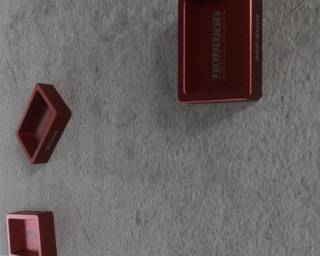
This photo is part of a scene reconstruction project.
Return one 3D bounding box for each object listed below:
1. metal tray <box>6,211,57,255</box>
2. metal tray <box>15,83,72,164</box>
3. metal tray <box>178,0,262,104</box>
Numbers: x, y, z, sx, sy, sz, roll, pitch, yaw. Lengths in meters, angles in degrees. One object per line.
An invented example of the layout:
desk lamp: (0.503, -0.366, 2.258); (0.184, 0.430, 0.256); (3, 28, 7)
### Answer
metal tray: (-0.254, 0.211, 0.607); (0.130, 0.030, 0.089); (-12, 83, 39)
metal tray: (-0.221, -0.007, 0.580); (0.090, 0.030, 0.129); (49, 118, 28)
metal tray: (0.065, -0.093, 0.346); (0.090, 0.030, 0.129); (0, 90, 39)
